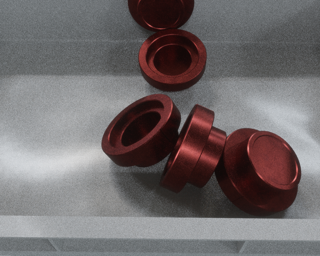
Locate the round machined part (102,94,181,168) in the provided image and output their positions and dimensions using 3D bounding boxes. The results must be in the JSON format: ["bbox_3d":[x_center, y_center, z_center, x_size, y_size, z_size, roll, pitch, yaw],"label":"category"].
[{"bbox_3d":[-0.017,0.008,0.368,0.098,0.042,0.098,-25,33,19],"label":"round machined part"}]

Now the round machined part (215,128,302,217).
[{"bbox_3d":[0.111,0.042,0.336,0.099,0.042,0.098,13,56,-20],"label":"round machined part"}]

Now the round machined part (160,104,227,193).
[{"bbox_3d":[0.039,0.026,0.338,0.042,0.097,0.098,24,53,0],"label":"round machined part"}]

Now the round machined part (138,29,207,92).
[{"bbox_3d":[0.019,-0.096,0.464,0.099,0.042,0.098,-1,66,3],"label":"round machined part"}]

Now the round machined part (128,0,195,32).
[{"bbox_3d":[0.002,-0.183,0.458,0.099,0.097,0.042,1,51,1],"label":"round machined part"}]
